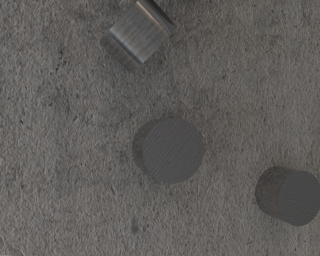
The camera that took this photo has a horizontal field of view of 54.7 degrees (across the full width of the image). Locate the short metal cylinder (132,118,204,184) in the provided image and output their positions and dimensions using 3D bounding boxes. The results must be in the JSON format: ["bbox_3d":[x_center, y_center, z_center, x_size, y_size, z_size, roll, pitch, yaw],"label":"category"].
[{"bbox_3d":[0.009,0.027,0.399,0.081,0.050,0.080,0,90,-20],"label":"short metal cylinder"}]

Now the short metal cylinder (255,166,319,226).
[{"bbox_3d":[0.193,0.101,0.467,0.081,0.050,0.080,0,90,-20],"label":"short metal cylinder"}]

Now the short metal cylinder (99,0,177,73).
[{"bbox_3d":[-0.026,-0.112,0.370,0.050,0.080,0.080,44,76,-15],"label":"short metal cylinder"}]
